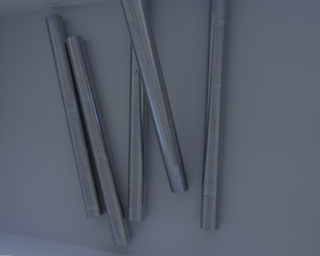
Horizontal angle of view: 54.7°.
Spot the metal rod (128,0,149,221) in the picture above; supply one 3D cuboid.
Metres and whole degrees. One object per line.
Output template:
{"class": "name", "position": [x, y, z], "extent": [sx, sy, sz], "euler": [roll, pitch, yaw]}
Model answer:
{"class": "metal rod", "position": [-0.029, -0.027, 0.419], "extent": [0.025, 0.025, 0.298], "euler": [1, 90, 19]}

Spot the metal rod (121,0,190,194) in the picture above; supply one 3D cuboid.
{"class": "metal rod", "position": [-0.008, -0.056, 0.348], "extent": [0.025, 0.025, 0.298], "euler": [-6, 113, 19]}

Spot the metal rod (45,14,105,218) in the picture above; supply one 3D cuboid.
{"class": "metal rod", "position": [-0.125, -0.020, 0.453], "extent": [0.025, 0.025, 0.298], "euler": [-15, 85, 19]}

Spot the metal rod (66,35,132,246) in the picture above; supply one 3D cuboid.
{"class": "metal rod", "position": [-0.088, 0.014, 0.440], "extent": [0.025, 0.025, 0.298], "euler": [-16, 85, 19]}

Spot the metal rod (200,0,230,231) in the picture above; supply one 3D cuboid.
{"class": "metal rod", "position": [0.068, -0.025, 0.385], "extent": [0.025, 0.025, 0.298], "euler": [3, 91, 19]}
